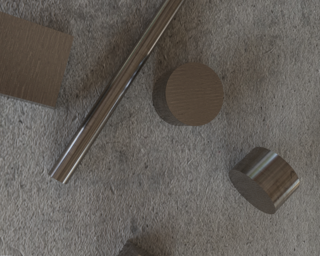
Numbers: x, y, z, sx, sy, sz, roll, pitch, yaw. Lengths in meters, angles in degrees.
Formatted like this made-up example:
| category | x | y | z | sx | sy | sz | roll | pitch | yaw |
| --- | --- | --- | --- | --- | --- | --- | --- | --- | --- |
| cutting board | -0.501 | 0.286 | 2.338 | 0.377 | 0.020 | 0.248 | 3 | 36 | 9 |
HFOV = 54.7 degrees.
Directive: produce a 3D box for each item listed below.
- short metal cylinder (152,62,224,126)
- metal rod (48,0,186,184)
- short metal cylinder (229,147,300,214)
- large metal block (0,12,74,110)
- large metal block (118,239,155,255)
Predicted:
| category | x | y | z | sx | sy | sz | roll | pitch | yaw |
| --- | --- | --- | --- | --- | --- | --- | --- | --- | --- |
| short metal cylinder | 0.036 | -0.042 | 0.409 | 0.081 | 0.050 | 0.080 | 0 | 90 | -20 |
| metal rod | -0.044 | -0.066 | 0.392 | 0.025 | 0.025 | 0.300 | 35 | 79 | -17 |
| short metal cylinder | 0.144 | 0.073 | 0.433 | 0.050 | 0.080 | 0.080 | -40 | 103 | -16 |
| large metal block | -0.147 | -0.070 | 0.341 | 0.081 | 0.050 | 0.080 | 15 | 85 | -20 |
| large metal block | -0.025 | 0.202 | 0.387 | 0.080 | 0.050 | 0.080 | 38 | 78 | -16 |
